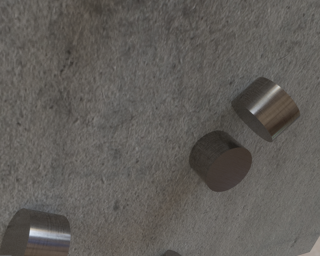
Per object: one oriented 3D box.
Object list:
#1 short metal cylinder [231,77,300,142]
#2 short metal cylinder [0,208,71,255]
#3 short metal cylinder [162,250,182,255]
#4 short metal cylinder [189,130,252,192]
[{"bbox_3d":[0.148,-0.026,0.439,0.050,0.080,0.080,-42,130,1],"label":"short metal cylinder"},{"bbox_3d":[-0.153,0.143,0.377,0.050,0.080,0.080,26,104,-37],"label":"short metal cylinder"},{"bbox_3d":[0.024,0.267,0.552,0.050,0.080,0.080,-49,129,6],"label":"short metal cylinder"},{"bbox_3d":[0.092,0.051,0.475,0.081,0.050,0.079,-14,125,-21],"label":"short metal cylinder"}]
